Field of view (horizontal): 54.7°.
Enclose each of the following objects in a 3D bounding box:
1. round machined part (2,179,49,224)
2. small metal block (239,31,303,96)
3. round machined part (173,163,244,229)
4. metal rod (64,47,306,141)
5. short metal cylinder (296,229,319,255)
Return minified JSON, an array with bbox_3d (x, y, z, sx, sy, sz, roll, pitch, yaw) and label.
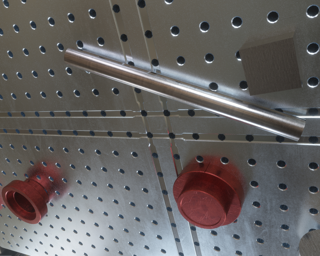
[{"bbox_3d":[-0.268,0.145,0.631,0.098,0.042,0.097,13,124,21],"label":"round machined part"},{"bbox_3d":[0.113,-0.064,0.312,0.050,0.025,0.050,-7,115,31],"label":"small metal block"},{"bbox_3d":[0.063,0.100,0.429,0.098,0.042,0.097,13,124,21],"label":"round machined part"},{"bbox_3d":[0.016,-0.047,0.373,0.301,0.025,0.025,20,126,16],"label":"metal rod"},{"bbox_3d":[0.206,0.171,0.373,0.080,0.080,0.050,11,123,22],"label":"short metal cylinder"}]
